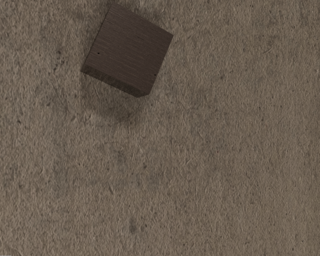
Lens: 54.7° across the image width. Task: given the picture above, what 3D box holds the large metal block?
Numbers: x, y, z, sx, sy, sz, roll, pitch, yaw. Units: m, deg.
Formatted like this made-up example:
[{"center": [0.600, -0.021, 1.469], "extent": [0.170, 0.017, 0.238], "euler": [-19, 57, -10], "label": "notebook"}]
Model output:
[{"center": [-0.041, -0.092, 0.381], "extent": [0.080, 0.050, 0.080], "euler": [24, 82, -19], "label": "large metal block"}]
